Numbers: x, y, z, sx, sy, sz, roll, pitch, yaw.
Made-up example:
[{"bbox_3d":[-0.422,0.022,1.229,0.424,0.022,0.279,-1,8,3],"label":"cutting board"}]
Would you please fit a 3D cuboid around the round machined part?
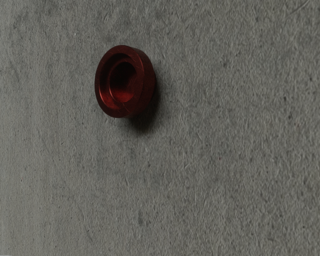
[{"bbox_3d":[-0.044,-0.062,0.431,0.098,0.042,0.097,0,90,40],"label":"round machined part"}]
